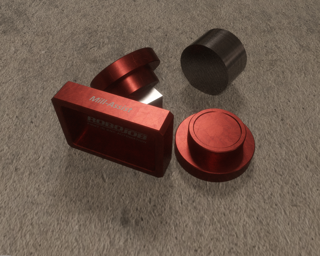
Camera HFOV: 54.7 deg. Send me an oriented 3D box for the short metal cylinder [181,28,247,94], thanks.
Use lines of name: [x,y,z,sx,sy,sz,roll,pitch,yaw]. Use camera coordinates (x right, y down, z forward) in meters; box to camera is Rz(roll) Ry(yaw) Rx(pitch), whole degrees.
short metal cylinder: [0.077,-0.096,0.449,0.080,0.080,0.050,32,57,23]

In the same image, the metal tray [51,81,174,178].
metal tray: [-0.052,0.003,0.357,0.130,0.089,0.030,17,52,13]

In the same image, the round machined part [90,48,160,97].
round machined part: [-0.041,-0.063,0.420,0.099,0.098,0.042,-32,90,-24]

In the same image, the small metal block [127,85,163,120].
small metal block: [-0.024,-0.021,0.404,0.050,0.050,0.025,-31,57,-23]

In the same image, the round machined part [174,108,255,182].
round machined part: [0.068,0.014,0.381,0.099,0.042,0.098,0,50,0]
